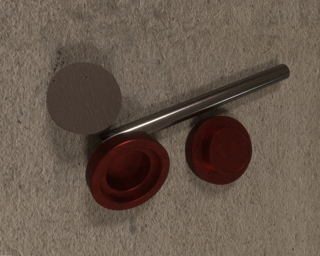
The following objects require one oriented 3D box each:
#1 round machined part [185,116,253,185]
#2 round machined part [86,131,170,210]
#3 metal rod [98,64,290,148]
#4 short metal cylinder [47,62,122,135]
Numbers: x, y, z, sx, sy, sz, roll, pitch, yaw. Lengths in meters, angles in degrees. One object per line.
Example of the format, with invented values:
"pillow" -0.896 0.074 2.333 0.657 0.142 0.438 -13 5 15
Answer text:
"round machined part" 0.089 0.031 0.434 0.099 0.042 0.097 0 90 -21
"round machined part" -0.041 0.047 0.372 0.099 0.042 0.097 -15 123 -24
"metal rod" 0.060 -0.034 0.432 0.302 0.025 0.025 -22 98 -19
"short metal cylinder" -0.090 -0.033 0.363 0.081 0.050 0.079 0 90 -21
